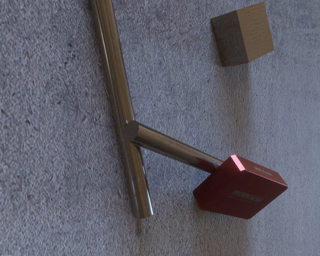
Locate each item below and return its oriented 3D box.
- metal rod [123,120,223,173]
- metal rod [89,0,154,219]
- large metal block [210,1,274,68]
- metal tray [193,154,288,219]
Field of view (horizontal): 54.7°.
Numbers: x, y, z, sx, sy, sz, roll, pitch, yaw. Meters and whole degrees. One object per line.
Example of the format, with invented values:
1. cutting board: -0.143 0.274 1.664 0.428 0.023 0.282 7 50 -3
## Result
1. metal rod: 0.067 0.050 0.445 0.301 0.025 0.025 25 74 -43
2. metal rod: -0.047 -0.036 0.366 0.025 0.025 0.298 -18 101 -39
3. large metal block: 0.136 -0.152 0.505 0.081 0.050 0.080 -30 109 -36
4. metal tray: 0.125 0.095 0.475 0.131 0.030 0.090 23 119 -38
